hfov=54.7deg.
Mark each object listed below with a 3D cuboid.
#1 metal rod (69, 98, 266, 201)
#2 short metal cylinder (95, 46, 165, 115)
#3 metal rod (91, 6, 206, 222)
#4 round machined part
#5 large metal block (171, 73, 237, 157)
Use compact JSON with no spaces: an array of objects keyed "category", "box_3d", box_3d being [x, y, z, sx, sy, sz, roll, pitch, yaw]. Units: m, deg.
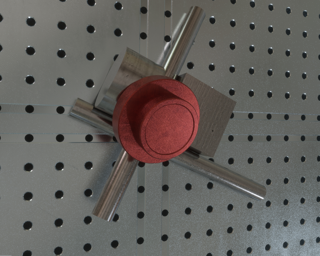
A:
[{"category":"metal rod","box_3d":[0.024,0.037,0.422,0.302,0.025,0.025,26,81,-19]},{"category":"short metal cylinder","box_3d":[-0.037,-0.049,0.370,0.050,0.080,0.080,26,81,-19]},{"category":"metal rod","box_3d":[-0.007,-0.030,0.390,0.025,0.025,0.300,30,73,-18]},{"category":"round machined part","box_3d":[0.002,-0.005,0.335,0.099,0.042,0.097,-10,114,-24]},{"category":"large metal block","box_3d":[0.042,-0.016,0.412,0.080,0.050,0.080,27,81,-18]}]
